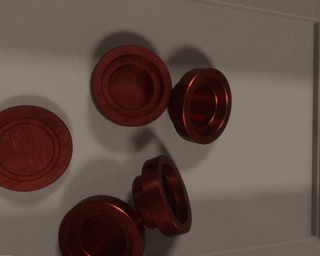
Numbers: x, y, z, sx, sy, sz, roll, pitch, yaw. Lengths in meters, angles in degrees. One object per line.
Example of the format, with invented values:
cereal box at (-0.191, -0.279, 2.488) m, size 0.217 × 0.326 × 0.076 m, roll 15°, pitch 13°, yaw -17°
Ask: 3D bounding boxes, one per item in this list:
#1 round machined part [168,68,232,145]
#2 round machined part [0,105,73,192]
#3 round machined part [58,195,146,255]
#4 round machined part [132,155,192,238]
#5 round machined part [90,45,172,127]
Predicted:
round machined part at (0.049, -0.030, 0.408) m, size 0.099 × 0.042 × 0.097 m, roll -11°, pitch 106°, yaw -42°
round machined part at (-0.149, 0.023, 0.347) m, size 0.099 × 0.042 × 0.097 m, roll 0°, pitch 90°, yaw -21°
round machined part at (-0.064, 0.125, 0.364) m, size 0.098 × 0.042 × 0.097 m, roll 1°, pitch 98°, yaw 10°
round machined part at (0.000, 0.086, 0.383) m, size 0.042 × 0.098 × 0.098 m, roll -22°, pitch 99°, yaw 16°
round machined part at (-0.038, -0.050, 0.388) m, size 0.099 × 0.042 × 0.097 m, roll 0°, pitch 90°, yaw -20°
